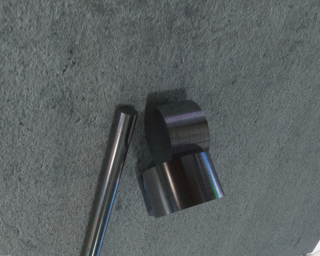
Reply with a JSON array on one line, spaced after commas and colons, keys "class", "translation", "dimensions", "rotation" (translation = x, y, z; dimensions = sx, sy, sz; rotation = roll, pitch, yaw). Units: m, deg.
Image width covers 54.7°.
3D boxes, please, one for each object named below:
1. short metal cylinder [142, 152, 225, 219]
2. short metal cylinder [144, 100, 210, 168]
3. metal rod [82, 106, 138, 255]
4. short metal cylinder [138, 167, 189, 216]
[{"class": "short metal cylinder", "translation": [0.026, 0.065, 0.348], "dimensions": [0.080, 0.050, 0.080], "rotation": [-17, 164, -5]}, {"class": "short metal cylinder", "translation": [0.019, 0.008, 0.386], "dimensions": [0.050, 0.080, 0.079], "rotation": [-12, 124, -22]}, {"class": "metal rod", "translation": [-0.079, 0.110, 0.431], "dimensions": [0.025, 0.025, 0.298], "rotation": [3, 117, -30]}, {"class": "short metal cylinder", "translation": [0.015, 0.083, 0.428], "dimensions": [0.081, 0.050, 0.080], "rotation": [-16, 156, -7]}]
